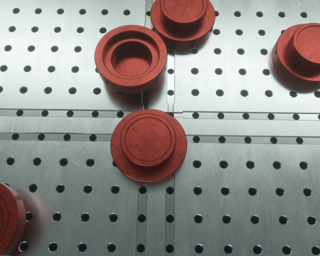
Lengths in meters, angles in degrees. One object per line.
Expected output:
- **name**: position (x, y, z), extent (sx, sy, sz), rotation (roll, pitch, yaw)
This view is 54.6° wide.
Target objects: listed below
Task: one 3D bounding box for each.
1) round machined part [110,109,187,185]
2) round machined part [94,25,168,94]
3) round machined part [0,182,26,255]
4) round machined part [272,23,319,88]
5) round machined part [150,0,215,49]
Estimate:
- **round machined part**: position (-0.014, 0.020, 0.395), extent (0.099, 0.042, 0.098), rotation (0, 70, 0)
- **round machined part**: position (-0.039, -0.092, 0.436), extent (0.099, 0.042, 0.098), rotation (0, 70, 0)
- **round machined part**: position (-0.206, 0.111, 0.361), extent (0.099, 0.042, 0.098), rotation (0, 70, 0)
- **round machined part**: position (0.217, -0.110, 0.444), extent (0.099, 0.042, 0.098), rotation (0, 70, 0)
- **round machined part**: position (0.034, -0.172, 0.466), extent (0.099, 0.042, 0.098), rotation (0, 70, 0)
